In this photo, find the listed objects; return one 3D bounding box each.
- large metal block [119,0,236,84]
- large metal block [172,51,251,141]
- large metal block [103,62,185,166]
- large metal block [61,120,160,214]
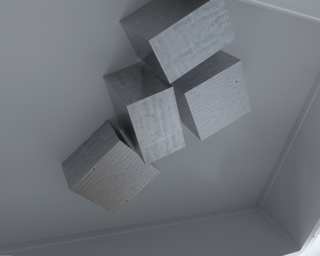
[{"bbox_3d":[0.016,-0.101,0.320,0.080,0.080,0.050,-35,129,-6],"label":"large metal block"},{"bbox_3d":[0.064,-0.043,0.403,0.080,0.050,0.080,-31,129,-9],"label":"large metal block"},{"bbox_3d":[-0.018,-0.019,0.353,0.050,0.080,0.080,-25,128,-14],"label":"large metal block"},{"bbox_3d":[-0.062,0.051,0.392,0.080,0.050,0.080,-44,130,2],"label":"large metal block"}]
